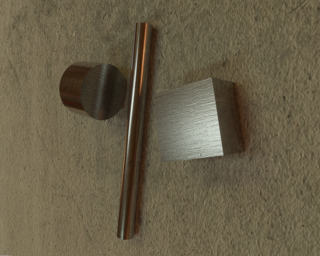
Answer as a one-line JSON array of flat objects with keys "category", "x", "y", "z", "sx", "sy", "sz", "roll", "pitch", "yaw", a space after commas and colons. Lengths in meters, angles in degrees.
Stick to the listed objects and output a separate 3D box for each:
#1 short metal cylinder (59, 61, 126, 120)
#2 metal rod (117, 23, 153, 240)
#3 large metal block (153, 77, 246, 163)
[{"category": "short metal cylinder", "x": -0.096, "y": -0.055, "z": 0.448, "sx": 0.050, "sy": 0.081, "sz": 0.079, "roll": 15, "pitch": 100, "yaw": 39}, {"category": "metal rod", "x": -0.036, "y": 0.007, "z": 0.434, "sx": 0.025, "sy": 0.025, "sz": 0.298, "roll": 9, "pitch": 96, "yaw": 39}, {"category": "large metal block", "x": 0.043, "y": -0.006, "z": 0.353, "sx": 0.080, "sy": 0.050, "sz": 0.080, "roll": -12, "pitch": 82, "yaw": 39}]
